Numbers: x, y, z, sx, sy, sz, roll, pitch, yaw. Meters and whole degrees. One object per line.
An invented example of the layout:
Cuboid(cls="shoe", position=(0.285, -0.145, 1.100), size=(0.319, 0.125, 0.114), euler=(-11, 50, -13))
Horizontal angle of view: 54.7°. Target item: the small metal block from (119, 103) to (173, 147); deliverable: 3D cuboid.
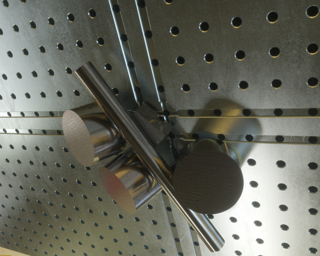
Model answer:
Cuboid(cls="small metal block", position=(-0.019, 0.003, 0.418), size=(0.050, 0.025, 0.050), euler=(40, 129, 1))

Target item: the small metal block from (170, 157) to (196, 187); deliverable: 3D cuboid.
Cuboid(cls="small metal block", position=(0.032, 0.070, 0.433), size=(0.050, 0.025, 0.050), euler=(42, 129, -1))

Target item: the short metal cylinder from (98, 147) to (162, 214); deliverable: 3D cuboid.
Cuboid(cls="short metal cylinder", position=(-0.042, 0.074, 0.441), size=(0.080, 0.050, 0.079), euler=(35, 144, 30))

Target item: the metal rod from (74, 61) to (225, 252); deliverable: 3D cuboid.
Cuboid(cls="metal rod", position=(-0.008, 0.044, 0.405), size=(0.025, 0.025, 0.299), euler=(-28, 103, 37))

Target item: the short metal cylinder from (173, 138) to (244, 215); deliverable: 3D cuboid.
Cuboid(cls="short metal cylinder", position=(0.059, 0.057, 0.378), size=(0.080, 0.050, 0.079), euler=(2, 103, 9))

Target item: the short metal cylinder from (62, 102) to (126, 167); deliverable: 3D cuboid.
Cuboid(cls="short metal cylinder", position=(-0.091, 0.006, 0.424), size=(0.080, 0.050, 0.079), euler=(26, 127, 40))
